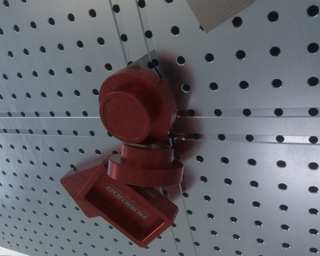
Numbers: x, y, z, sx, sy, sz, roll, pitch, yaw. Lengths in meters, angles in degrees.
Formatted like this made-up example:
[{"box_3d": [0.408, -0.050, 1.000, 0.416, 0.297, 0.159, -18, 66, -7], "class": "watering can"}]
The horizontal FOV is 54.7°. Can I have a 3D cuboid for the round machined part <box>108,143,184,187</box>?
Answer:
[{"box_3d": [-0.017, 0.043, 0.407, 0.098, 0.098, 0.042, 9, 96, 24], "class": "round machined part"}]

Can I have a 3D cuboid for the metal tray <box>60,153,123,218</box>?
[{"box_3d": [-0.099, 0.101, 0.522, 0.130, 0.030, 0.090, -22, 107, 36], "class": "metal tray"}]

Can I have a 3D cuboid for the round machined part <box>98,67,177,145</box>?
[{"box_3d": [-0.033, -0.020, 0.373, 0.098, 0.042, 0.097, 13, 124, 20], "class": "round machined part"}]

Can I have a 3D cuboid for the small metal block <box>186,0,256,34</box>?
[{"box_3d": [0.056, -0.129, 0.302, 0.050, 0.025, 0.050, -26, 105, 37], "class": "small metal block"}]

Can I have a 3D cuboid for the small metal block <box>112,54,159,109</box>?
[{"box_3d": [-0.028, -0.057, 0.391, 0.050, 0.025, 0.050, -22, 107, 36], "class": "small metal block"}]

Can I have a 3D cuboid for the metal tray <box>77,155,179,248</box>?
[{"box_3d": [-0.049, 0.112, 0.463, 0.130, 0.030, 0.090, 39, 124, -1], "class": "metal tray"}]
